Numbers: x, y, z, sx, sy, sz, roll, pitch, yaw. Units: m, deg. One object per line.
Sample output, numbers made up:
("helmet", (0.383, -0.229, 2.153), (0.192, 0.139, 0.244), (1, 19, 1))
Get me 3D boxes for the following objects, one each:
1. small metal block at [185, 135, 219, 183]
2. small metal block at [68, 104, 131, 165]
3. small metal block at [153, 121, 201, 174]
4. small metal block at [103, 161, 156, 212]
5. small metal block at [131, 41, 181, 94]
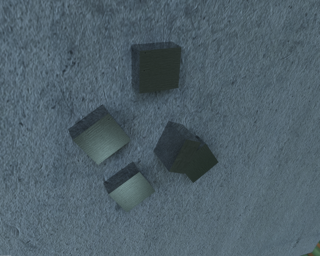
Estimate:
("small metal block", (0.053, 0.047, 0.465), (0.050, 0.025, 0.050), (-40, 130, -2))
("small metal block", (-0.072, 0.008, 0.373), (0.050, 0.025, 0.050), (-37, 129, -3))
("small metal block", (0.022, 0.026, 0.418), (0.025, 0.050, 0.050), (14, 111, -34))
("small metal block", (-0.042, 0.083, 0.435), (0.050, 0.025, 0.050), (-36, 129, -4))
("small metal block", (-0.005, -0.071, 0.360), (0.050, 0.025, 0.050), (-11, 123, -22))
